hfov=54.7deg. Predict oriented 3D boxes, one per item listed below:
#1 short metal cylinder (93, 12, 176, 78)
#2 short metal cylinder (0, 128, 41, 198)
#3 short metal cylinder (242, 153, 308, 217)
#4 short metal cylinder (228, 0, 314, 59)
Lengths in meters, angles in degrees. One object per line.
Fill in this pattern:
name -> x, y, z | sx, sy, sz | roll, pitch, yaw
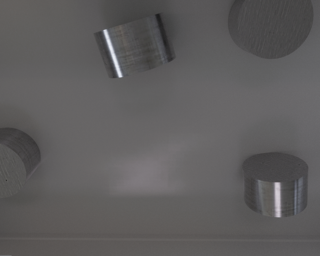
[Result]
short metal cylinder -> -0.027, -0.093, 0.347 | 0.080, 0.080, 0.050 | -15, 110, 5
short metal cylinder -> -0.209, 0.045, 0.413 | 0.081, 0.050, 0.079 | 0, 110, 0
short metal cylinder -> 0.152, 0.072, 0.410 | 0.080, 0.080, 0.050 | -7, 110, 3
short metal cylinder -> 0.123, -0.123, 0.354 | 0.081, 0.050, 0.079 | 0, 110, 0
